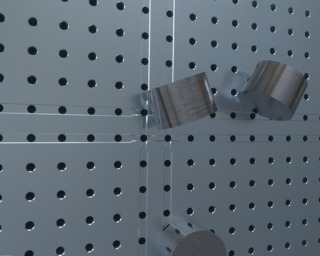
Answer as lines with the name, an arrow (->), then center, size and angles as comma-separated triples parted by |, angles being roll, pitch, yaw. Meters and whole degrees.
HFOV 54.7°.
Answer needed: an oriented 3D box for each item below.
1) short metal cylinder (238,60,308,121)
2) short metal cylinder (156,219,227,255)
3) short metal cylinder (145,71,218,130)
short metal cylinder -> 0.160, -0.052, 0.442 | 0.080, 0.080, 0.050 | 32, 80, -17
short metal cylinder -> 0.041, 0.170, 0.415 | 0.081, 0.050, 0.079 | 0, 90, -20
short metal cylinder -> 0.027, -0.035, 0.393 | 0.081, 0.080, 0.050 | -21, 97, -19
